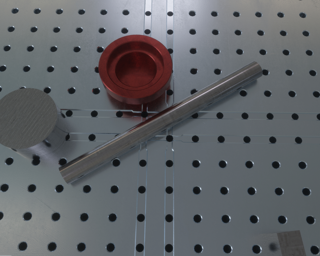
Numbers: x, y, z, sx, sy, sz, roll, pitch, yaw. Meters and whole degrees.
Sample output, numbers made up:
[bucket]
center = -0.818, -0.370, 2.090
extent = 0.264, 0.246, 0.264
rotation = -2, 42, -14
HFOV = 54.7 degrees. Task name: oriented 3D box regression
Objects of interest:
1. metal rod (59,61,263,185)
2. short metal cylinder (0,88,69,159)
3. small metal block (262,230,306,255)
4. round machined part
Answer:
[metal rod]
center = 0.009, -0.012, 0.416
extent = 0.302, 0.025, 0.025
rotation = -29, 73, -10
[short metal cylinder]
center = -0.165, -0.005, 0.399
extent = 0.081, 0.050, 0.080
rotation = 0, 70, 0
[small metal block]
center = 0.141, 0.143, 0.347
extent = 0.025, 0.050, 0.050
rotation = -6, 70, -2
[round machined part]
center = -0.032, -0.077, 0.431
extent = 0.099, 0.042, 0.098
rotation = 0, 70, 0
